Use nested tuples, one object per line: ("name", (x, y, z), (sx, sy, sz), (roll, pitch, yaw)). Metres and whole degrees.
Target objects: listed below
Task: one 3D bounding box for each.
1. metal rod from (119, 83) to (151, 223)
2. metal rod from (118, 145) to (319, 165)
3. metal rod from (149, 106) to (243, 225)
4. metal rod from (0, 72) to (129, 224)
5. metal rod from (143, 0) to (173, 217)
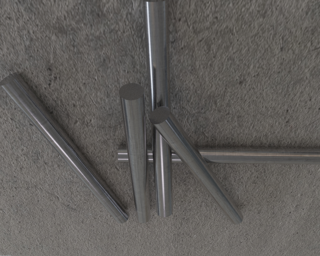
("metal rod", (-0.028, 0.059, 0.423), (0.025, 0.025, 0.298), (0, 140, 0))
("metal rod", (0.093, 0.038, 0.440), (0.302, 0.025, 0.025), (1, 130, -1))
("metal rod", (0.067, 0.071, 0.439), (0.025, 0.025, 0.300), (-21, 136, 17))
("metal rod", (-0.119, 0.049, 0.447), (0.025, 0.025, 0.299), (-17, 129, 14))
("metal rod", (0.001, 0.000, 0.382), (0.025, 0.025, 0.298), (-2, 123, 1))
